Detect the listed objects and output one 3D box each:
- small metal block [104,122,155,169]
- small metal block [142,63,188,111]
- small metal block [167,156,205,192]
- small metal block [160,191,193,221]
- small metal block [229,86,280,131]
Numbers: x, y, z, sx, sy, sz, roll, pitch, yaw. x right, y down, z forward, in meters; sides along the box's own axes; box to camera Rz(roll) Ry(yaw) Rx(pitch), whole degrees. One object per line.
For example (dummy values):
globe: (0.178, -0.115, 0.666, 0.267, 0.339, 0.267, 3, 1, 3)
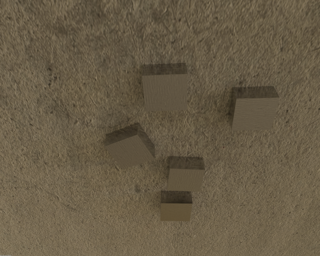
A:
small metal block: (-0.041, 0.026, 0.428, 0.050, 0.025, 0.050, -20, 128, 16)
small metal block: (0.006, -0.048, 0.366, 0.050, 0.025, 0.050, -2, 130, 1)
small metal block: (0.038, 0.070, 0.467, 0.050, 0.025, 0.050, 3, 130, -3)
small metal block: (0.026, 0.131, 0.519, 0.050, 0.025, 0.050, 1, 130, -1)
small metal block: (0.116, -0.024, 0.388, 0.050, 0.025, 0.050, -1, 130, 1)
